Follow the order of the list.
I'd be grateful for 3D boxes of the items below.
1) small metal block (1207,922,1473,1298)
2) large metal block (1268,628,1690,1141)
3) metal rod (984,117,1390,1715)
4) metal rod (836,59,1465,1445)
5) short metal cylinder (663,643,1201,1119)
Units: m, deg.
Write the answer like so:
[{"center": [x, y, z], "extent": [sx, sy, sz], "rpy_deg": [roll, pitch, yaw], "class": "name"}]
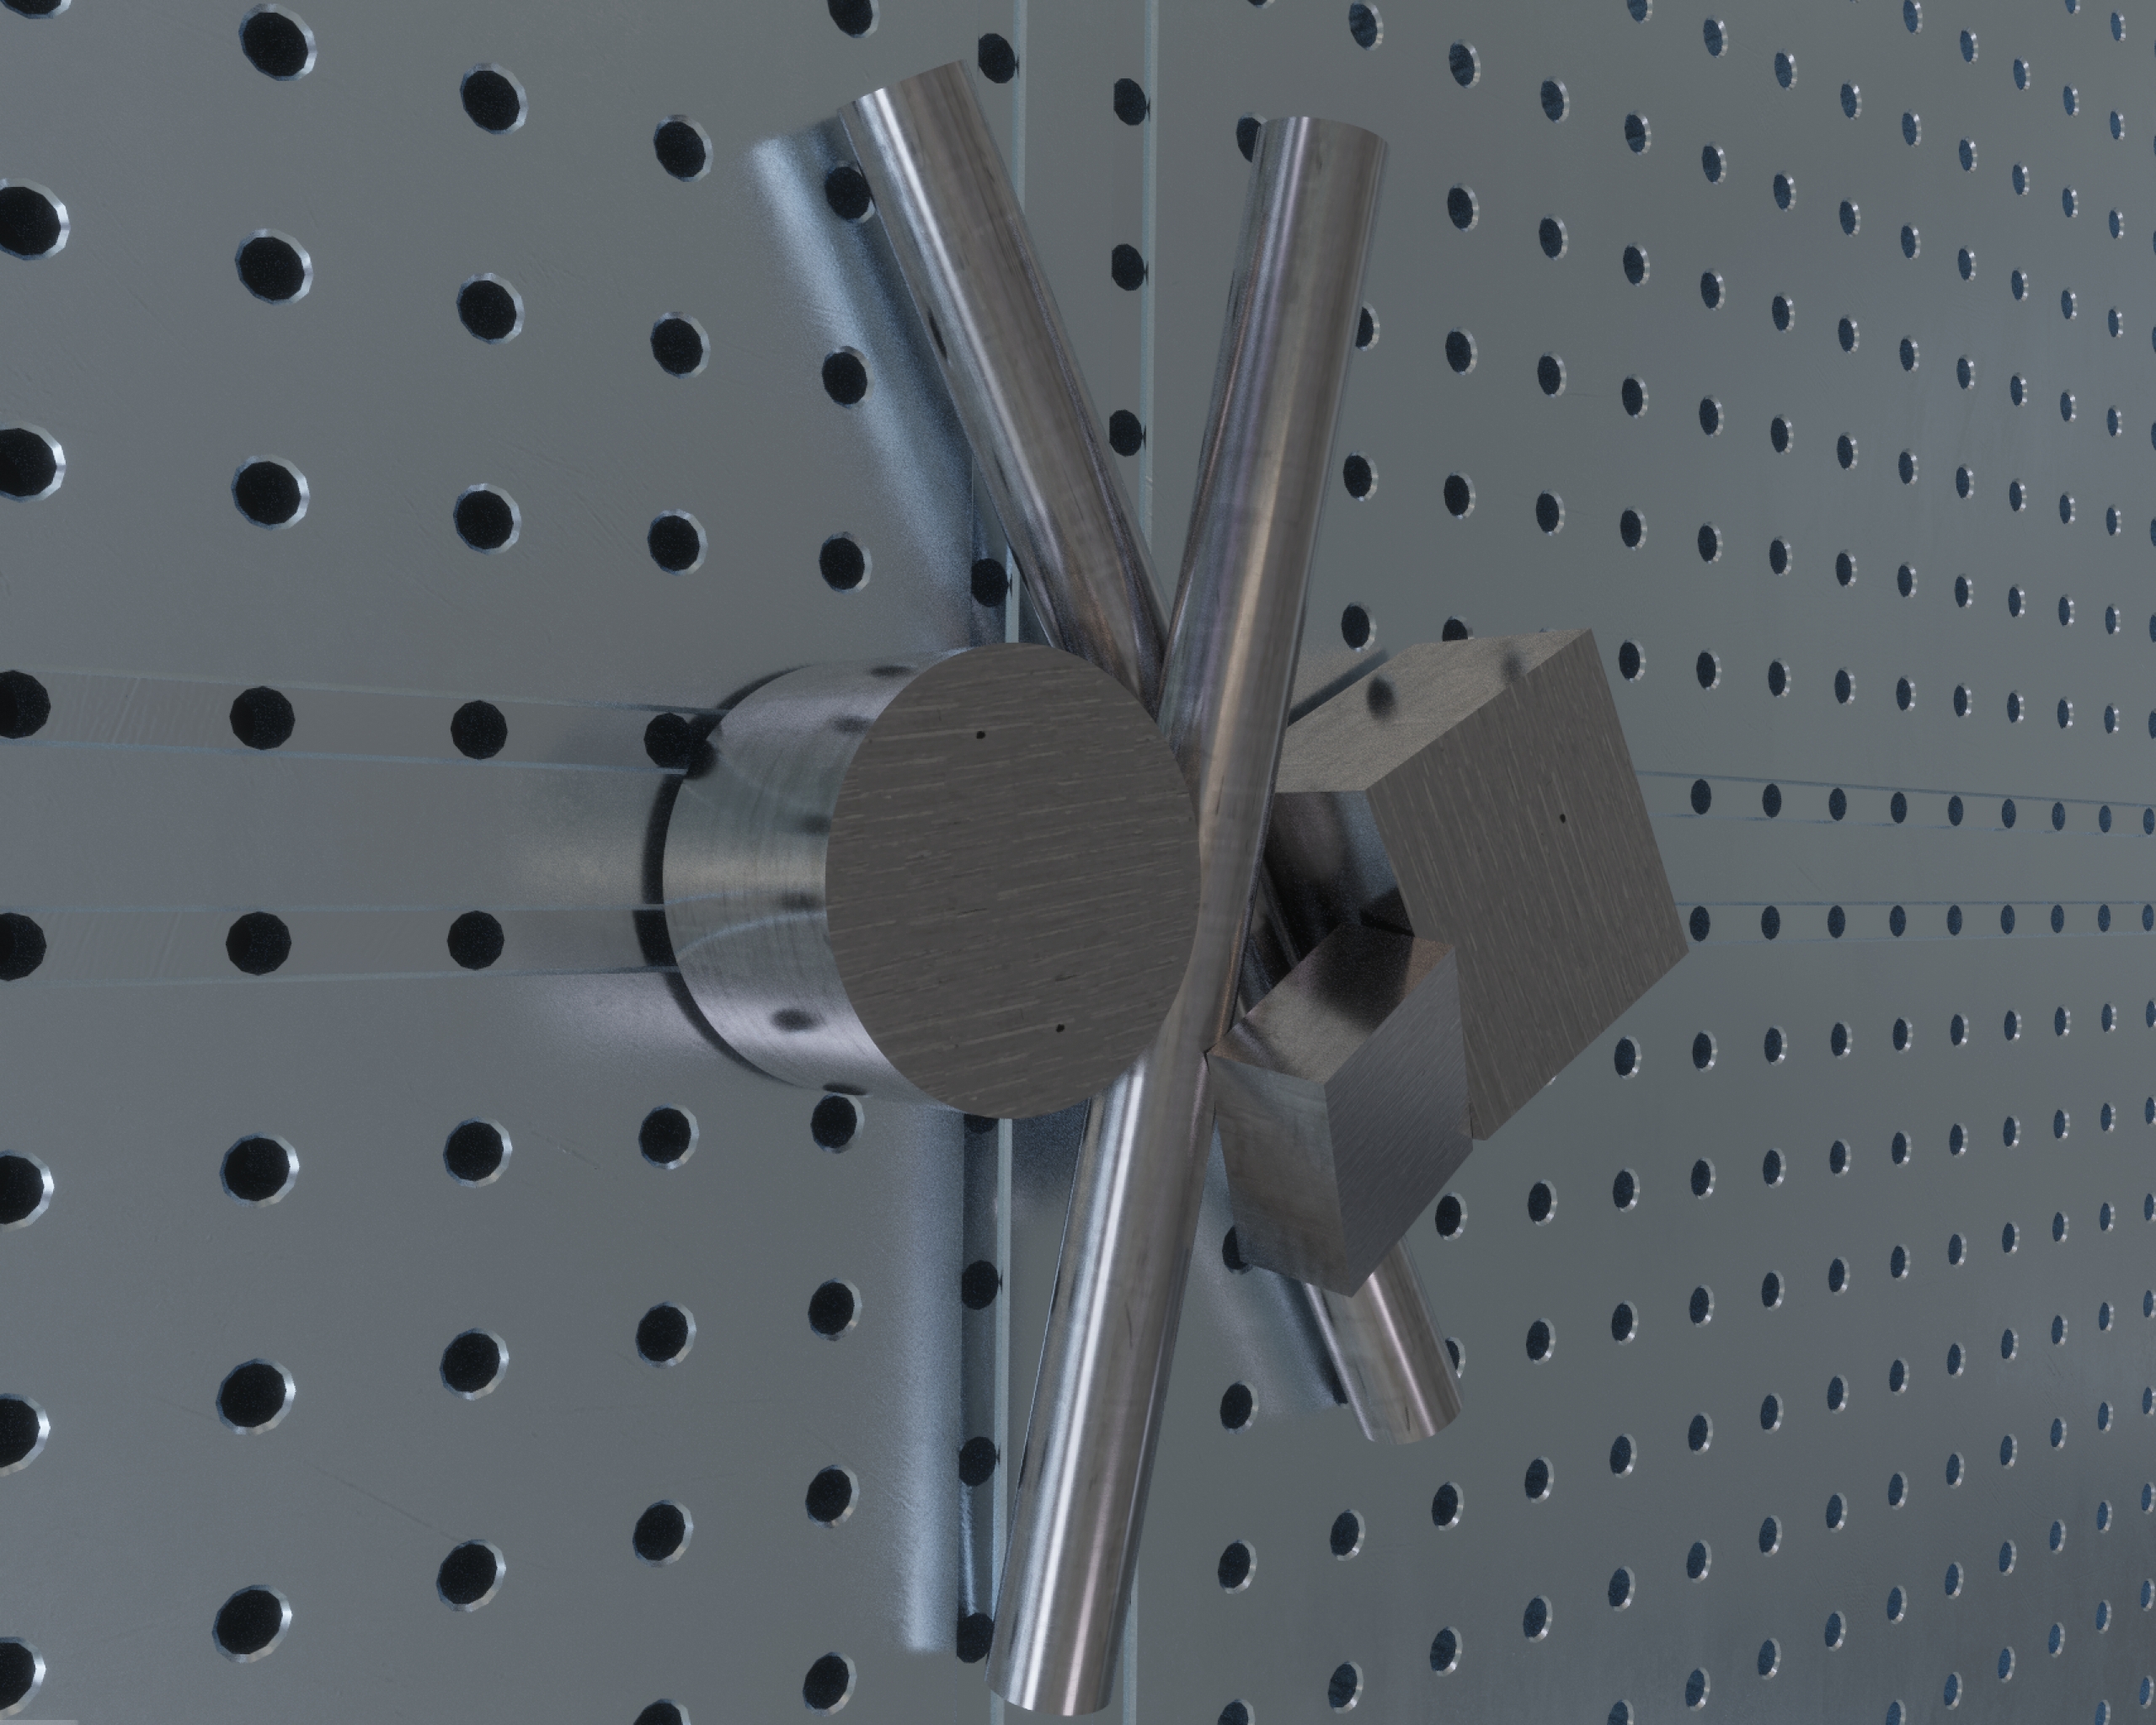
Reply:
[{"center": [0.053, 0.047, 0.408], "extent": [0.050, 0.025, 0.050], "rpy_deg": [-39, 129, -42], "class": "small metal block"}, {"center": [0.081, 0.003, 0.455], "extent": [0.081, 0.050, 0.080], "rpy_deg": [-34, 111, -35], "class": "large metal block"}, {"center": [0.020, 0.011, 0.396], "extent": [0.025, 0.025, 0.298], "rpy_deg": [8, 93, -40], "class": "metal rod"}, {"center": [0.021, -0.009, 0.422], "extent": [0.025, 0.025, 0.299], "rpy_deg": [-35, 112, -34], "class": "metal rod"}, {"center": [-0.025, 0.003, 0.368], "extent": [0.081, 0.050, 0.079], "rpy_deg": [0, 90, -41], "class": "short metal cylinder"}]
